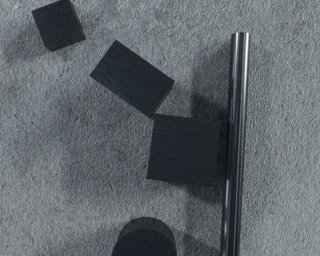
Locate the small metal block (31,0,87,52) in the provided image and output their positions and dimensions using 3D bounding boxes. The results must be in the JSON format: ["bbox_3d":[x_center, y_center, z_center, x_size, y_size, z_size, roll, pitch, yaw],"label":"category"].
[{"bbox_3d":[-0.133,-0.135,0.409,0.050,0.025,0.050,-21,90,0],"label":"small metal block"}]

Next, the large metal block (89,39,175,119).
[{"bbox_3d":[-0.031,-0.055,0.382,0.080,0.080,0.050,35,90,0],"label":"large metal block"}]

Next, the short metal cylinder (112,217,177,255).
[{"bbox_3d":[-0.019,0.161,0.398,0.081,0.050,0.080,0,90,0],"label":"short metal cylinder"}]

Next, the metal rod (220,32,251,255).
[{"bbox_3d":[0.100,0.026,0.410,0.025,0.025,0.298,3,90,0],"label":"metal rod"}]

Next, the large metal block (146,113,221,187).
[{"bbox_3d":[0.029,0.027,0.398,0.080,0.050,0.080,7,90,0],"label":"large metal block"}]
